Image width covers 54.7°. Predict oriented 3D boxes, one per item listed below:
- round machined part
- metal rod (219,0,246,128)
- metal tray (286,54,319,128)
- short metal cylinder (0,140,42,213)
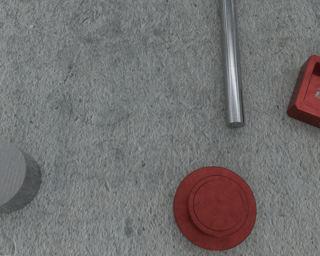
[{"bbox_3d":[0.065,0.093,0.366,0.099,0.042,0.098,0,70,-1],"label":"round machined part"},{"bbox_3d":[0.104,-0.144,0.461,0.025,0.025,0.299,1,70,0],"label":"metal rod"},{"bbox_3d":[0.252,-0.036,0.421,0.130,0.030,0.090,23,71,7],"label":"metal tray"},{"bbox_3d":[-0.191,0.059,0.371,0.081,0.050,0.080,0,70,0],"label":"short metal cylinder"}]
